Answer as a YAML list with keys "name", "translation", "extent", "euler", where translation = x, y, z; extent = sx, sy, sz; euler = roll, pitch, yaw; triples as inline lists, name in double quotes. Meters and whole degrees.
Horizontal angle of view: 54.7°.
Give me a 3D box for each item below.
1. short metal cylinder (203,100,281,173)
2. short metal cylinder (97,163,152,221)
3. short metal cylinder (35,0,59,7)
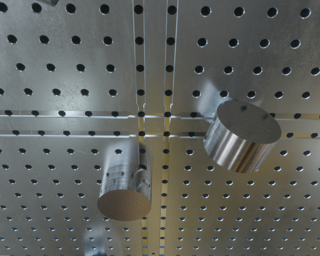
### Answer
- name: "short metal cylinder"
  translation: [0.101, 0.009, 0.385]
  extent: [0.081, 0.080, 0.050]
  euler: [10, 129, -9]
- name: "short metal cylinder"
  translation: [-0.053, 0.100, 0.480]
  extent: [0.081, 0.050, 0.079]
  euler: [0, 130, 0]
- name: "short metal cylinder"
  translation: [-0.100, -0.147, 0.249]
  extent: [0.050, 0.080, 0.079]
  euler: [18, 128, -15]
